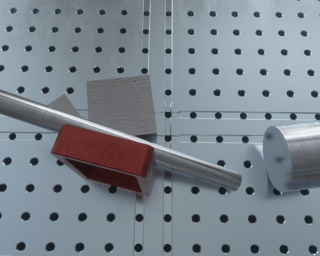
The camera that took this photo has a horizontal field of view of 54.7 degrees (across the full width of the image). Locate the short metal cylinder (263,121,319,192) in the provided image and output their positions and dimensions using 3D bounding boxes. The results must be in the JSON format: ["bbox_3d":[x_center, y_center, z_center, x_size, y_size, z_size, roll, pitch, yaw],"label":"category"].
[{"bbox_3d":[0.164,0.034,0.372,0.050,0.080,0.080,-7,70,-3],"label":"short metal cylinder"}]

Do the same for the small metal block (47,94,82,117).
[{"bbox_3d":[-0.114,-0.008,0.400,0.025,0.050,0.050,-36,74,-12],"label":"small metal block"}]

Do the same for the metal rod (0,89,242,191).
[{"bbox_3d":[-0.042,0.018,0.356,0.302,0.025,0.025,20,70,-13],"label":"metal rod"}]

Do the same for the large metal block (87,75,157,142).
[{"bbox_3d":[-0.048,-0.018,0.405,0.081,0.050,0.080,-6,70,-3],"label":"large metal block"}]

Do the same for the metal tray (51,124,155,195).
[{"bbox_3d":[-0.053,0.041,0.341,0.090,0.130,0.030,14,71,5],"label":"metal tray"}]
